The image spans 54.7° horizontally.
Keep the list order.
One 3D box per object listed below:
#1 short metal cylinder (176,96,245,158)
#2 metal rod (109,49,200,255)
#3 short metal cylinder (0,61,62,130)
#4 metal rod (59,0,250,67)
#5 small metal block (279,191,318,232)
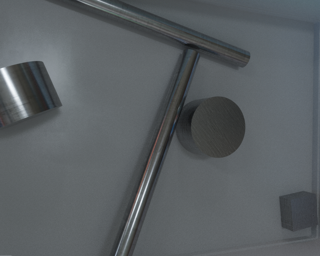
[{"bbox_3d":[0.068,-0.001,0.424,0.081,0.050,0.079,0,90,-20],"label":"short metal cylinder"},{"bbox_3d":[-0.005,0.034,0.388,0.025,0.025,0.299,25,74,-19],"label":"metal rod"},{"bbox_3d":[-0.152,-0.032,0.325,0.081,0.080,0.050,-24,99,-19],"label":"short metal cylinder"},{"bbox_3d":[-0.012,-0.137,0.406,0.302,0.025,0.025,15,85,-20],"label":"metal rod"},{"bbox_3d":[0.222,0.132,0.495,0.050,0.025,0.050,-6,92,-20],"label":"small metal block"}]
